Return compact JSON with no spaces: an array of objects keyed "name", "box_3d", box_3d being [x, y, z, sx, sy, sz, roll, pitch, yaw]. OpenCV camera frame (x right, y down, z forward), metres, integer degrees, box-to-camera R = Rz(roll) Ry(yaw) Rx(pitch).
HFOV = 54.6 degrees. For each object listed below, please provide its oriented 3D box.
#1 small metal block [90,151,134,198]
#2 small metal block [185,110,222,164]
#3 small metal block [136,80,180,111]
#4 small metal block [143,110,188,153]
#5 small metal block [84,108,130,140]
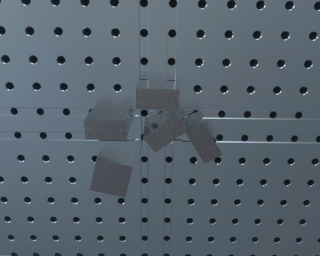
[{"name":"small metal block","box_3d":[-0.067,0.065,0.437,0.050,0.025,0.050,13,110,-5]},{"name":"small metal block","box_3d":[0.054,0.011,0.404,0.025,0.050,0.050,-29,108,10]},{"name":"small metal block","box_3d":[-0.003,-0.042,0.385,0.050,0.050,0.025,2,110,-1]},{"name":"small metal block","box_3d":[0.006,-0.001,0.400,0.050,0.050,0.025,-36,106,12]},{"name":"small metal block","box_3d":[-0.066,-0.006,0.397,0.050,0.050,0.025,0,110,0]}]
